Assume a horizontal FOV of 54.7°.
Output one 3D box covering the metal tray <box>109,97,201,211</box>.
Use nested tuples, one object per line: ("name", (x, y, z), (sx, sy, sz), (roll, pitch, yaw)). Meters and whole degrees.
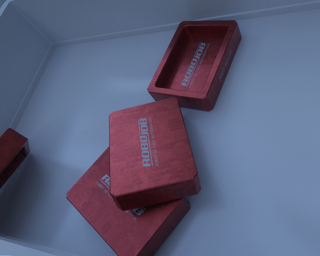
("metal tray", (-0.011, 0.024, 0.360), (0.090, 0.030, 0.130), (-13, 44, 3))

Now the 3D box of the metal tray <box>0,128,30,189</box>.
("metal tray", (-0.239, 0.069, 0.436), (0.130, 0.030, 0.090), (-59, 9, -25))

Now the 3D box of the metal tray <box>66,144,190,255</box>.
("metal tray", (-0.041, 0.085, 0.366), (0.130, 0.030, 0.090), (32, 75, 37))

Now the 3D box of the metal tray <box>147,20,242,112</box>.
("metal tray", (0.049, -0.091, 0.431), (0.090, 0.030, 0.130), (12, 67, 32))
